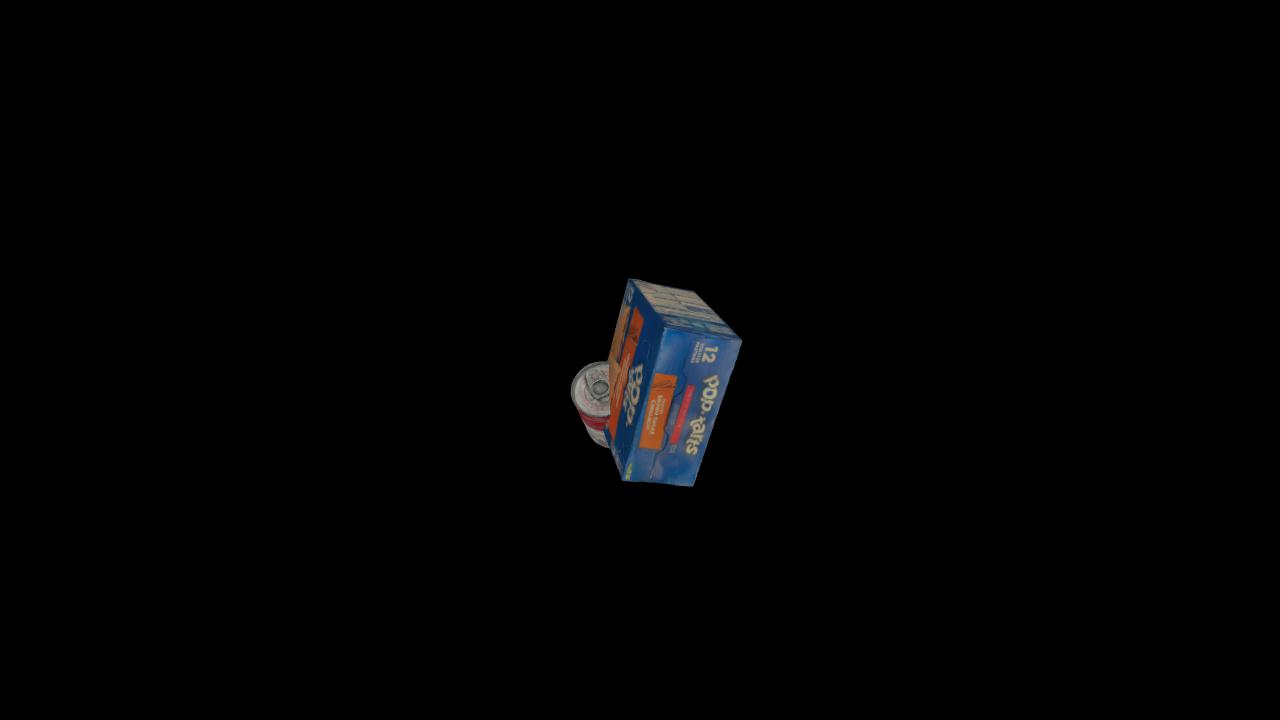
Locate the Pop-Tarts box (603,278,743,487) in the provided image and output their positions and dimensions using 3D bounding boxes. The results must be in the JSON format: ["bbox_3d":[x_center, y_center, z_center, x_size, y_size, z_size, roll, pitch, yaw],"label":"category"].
[{"bbox_3d":[0.020,0.020,0.639,0.083,0.167,0.141,7,24,-20],"label":"Pop-Tarts box"}]

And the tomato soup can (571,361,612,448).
[{"bbox_3d":[-0.036,0.054,0.705,0.068,0.068,0.101,0,-29,7],"label":"tomato soup can"}]
